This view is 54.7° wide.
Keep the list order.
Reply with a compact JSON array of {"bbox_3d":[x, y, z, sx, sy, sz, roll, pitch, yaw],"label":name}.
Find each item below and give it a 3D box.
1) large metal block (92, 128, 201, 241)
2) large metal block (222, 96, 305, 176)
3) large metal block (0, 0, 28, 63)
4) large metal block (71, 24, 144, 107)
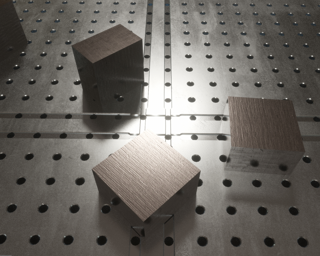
[{"bbox_3d":[-0.014,0.059,0.341,0.080,0.050,0.080,-37,59,-27],"label":"large metal block"},{"bbox_3d":[0.123,0.009,0.386,0.080,0.050,0.080,4,50,3],"label":"large metal block"},{"bbox_3d":[-0.274,-0.158,0.501,0.050,0.080,0.080,24,54,18],"label":"large metal block"},{"bbox_3d":[-0.071,-0.090,0.447,0.080,0.080,0.050,-34,58,-26],"label":"large metal block"}]
